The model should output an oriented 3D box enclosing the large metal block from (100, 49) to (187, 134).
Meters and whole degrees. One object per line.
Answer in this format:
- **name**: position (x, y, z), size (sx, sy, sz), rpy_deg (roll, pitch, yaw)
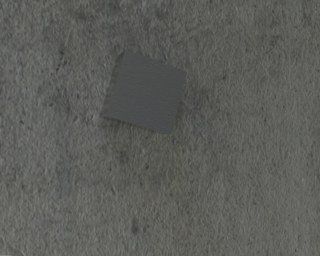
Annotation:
- **large metal block**: position (-0.022, -0.041, 0.387), size (0.080, 0.050, 0.080), rpy_deg (16, 85, -19)
